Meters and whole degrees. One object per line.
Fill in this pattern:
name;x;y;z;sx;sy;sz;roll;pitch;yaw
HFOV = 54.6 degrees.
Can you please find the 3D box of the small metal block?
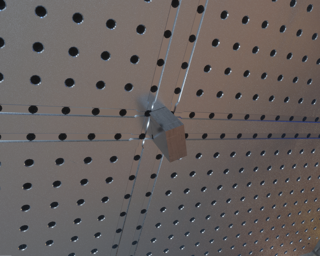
small metal block;0.010;0.008;0.405;0.025;0.050;0.050;-21;127;-16
